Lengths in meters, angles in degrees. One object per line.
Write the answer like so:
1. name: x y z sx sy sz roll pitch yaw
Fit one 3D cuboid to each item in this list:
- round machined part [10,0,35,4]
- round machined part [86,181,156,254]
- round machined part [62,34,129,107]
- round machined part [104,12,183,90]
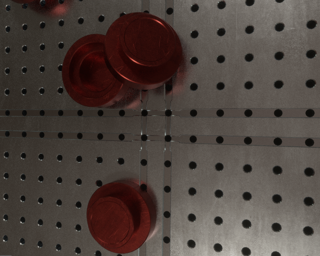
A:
1. round machined part: -0.204 -0.239 0.474 0.098 0.042 0.097 0 90 19
2. round machined part: -0.059 0.124 0.423 0.098 0.042 0.097 0 90 19
3. round machined part: -0.083 -0.077 0.431 0.098 0.042 0.097 0 90 19
4. round machined part: -0.019 -0.100 0.384 0.099 0.042 0.098 3 77 -14
